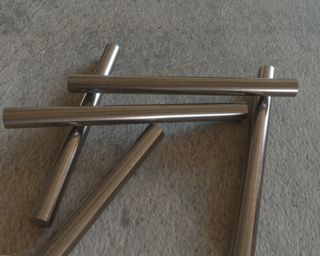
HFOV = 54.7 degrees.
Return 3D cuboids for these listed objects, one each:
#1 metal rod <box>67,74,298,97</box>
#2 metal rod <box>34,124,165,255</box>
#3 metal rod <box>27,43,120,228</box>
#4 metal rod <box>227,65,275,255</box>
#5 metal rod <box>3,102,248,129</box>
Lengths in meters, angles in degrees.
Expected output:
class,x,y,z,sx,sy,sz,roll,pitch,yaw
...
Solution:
class,x,y,z,sx,sy,sz,roll,pitch,yaw
metal rod,0.030,-0.057,0.417,0.302,0.025,0.025,1,50,0
metal rod,-0.086,0.100,0.317,0.025,0.025,0.301,26,54,20
metal rod,-0.101,-0.015,0.414,0.025,0.025,0.300,7,50,5
metal rod,0.120,0.022,0.386,0.025,0.025,0.300,14,51,11
metal rod,-0.033,-0.017,0.394,0.302,0.025,0.025,-2,50,-12
